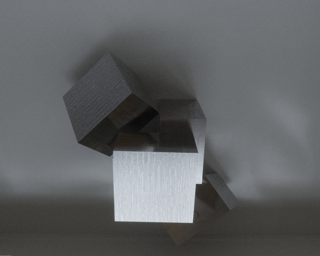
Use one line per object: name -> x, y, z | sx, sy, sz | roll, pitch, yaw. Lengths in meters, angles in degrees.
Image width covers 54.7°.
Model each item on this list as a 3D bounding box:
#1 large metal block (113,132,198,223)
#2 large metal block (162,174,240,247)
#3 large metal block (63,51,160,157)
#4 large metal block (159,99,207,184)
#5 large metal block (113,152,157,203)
large metal block -> -0.005, 0.051, 0.329 | 0.081, 0.050, 0.079 | 2, 110, -1
large metal block -> 0.053, 0.105, 0.412 | 0.080, 0.080, 0.050 | -39, 71, 13
large metal block -> -0.059, -0.028, 0.362 | 0.080, 0.080, 0.050 | -41, 140, 13
large metal block -> 0.024, 0.014, 0.384 | 0.050, 0.080, 0.079 | 1, 110, -1
large metal block -> -0.029, 0.059, 0.402 | 0.050, 0.080, 0.079 | 1, 110, -1
